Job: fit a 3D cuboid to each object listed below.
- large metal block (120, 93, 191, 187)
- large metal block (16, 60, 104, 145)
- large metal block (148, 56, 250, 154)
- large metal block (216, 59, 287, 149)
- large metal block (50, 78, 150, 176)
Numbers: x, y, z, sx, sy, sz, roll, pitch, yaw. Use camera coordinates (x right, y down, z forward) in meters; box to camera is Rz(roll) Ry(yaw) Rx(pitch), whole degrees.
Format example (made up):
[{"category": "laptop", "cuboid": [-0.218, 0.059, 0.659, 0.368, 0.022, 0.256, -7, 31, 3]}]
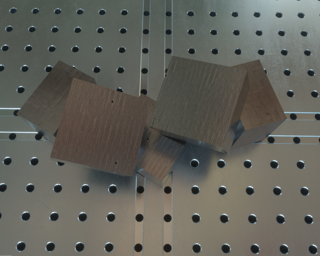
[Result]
[{"category": "large metal block", "cuboid": [-0.010, 0.016, 0.392, 0.080, 0.050, 0.080, 31, 73, 10]}, {"category": "large metal block", "cuboid": [-0.118, -0.023, 0.389, 0.050, 0.080, 0.080, 28, 72, 9]}, {"category": "large metal block", "cuboid": [0.044, -0.024, 0.334, 0.080, 0.050, 0.080, 16, 83, 21]}, {"category": "large metal block", "cuboid": [0.106, -0.027, 0.393, 0.050, 0.080, 0.080, -15, 71, -6]}, {"category": "large metal block", "cuboid": [-0.064, 0.003, 0.327, 0.081, 0.050, 0.080, 16, 77, -17]}]
